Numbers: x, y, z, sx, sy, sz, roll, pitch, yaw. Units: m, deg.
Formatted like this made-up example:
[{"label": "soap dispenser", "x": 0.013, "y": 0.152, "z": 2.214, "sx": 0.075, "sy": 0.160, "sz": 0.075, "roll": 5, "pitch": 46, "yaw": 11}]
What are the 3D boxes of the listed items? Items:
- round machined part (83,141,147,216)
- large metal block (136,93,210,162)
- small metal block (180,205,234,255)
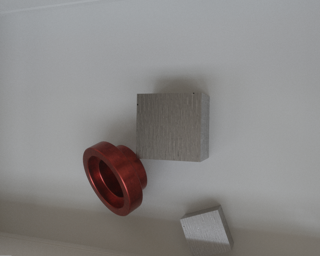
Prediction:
[{"label": "round machined part", "x": -0.054, "y": 0.061, "z": 0.403, "sx": 0.098, "sy": 0.042, "sz": 0.097, "roll": 29, "pitch": 134, "yaw": 36}, {"label": "large metal block", "x": 0.017, "y": -0.002, "z": 0.390, "sx": 0.080, "sy": 0.050, "sz": 0.079, "roll": 1, "pitch": 90, "yaw": 19}, {"label": "small metal block", "x": 0.059, "y": 0.130, "z": 0.389, "sx": 0.050, "sy": 0.025, "sz": 0.050, "roll": -20, "pitch": 84, "yaw": 18}]
